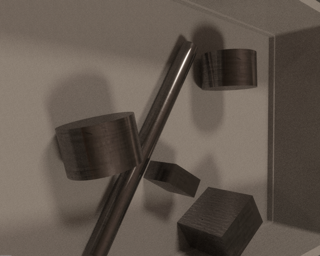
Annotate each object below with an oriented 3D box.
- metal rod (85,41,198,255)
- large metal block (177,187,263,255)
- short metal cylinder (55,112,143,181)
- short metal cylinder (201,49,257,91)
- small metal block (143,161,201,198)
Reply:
[{"bbox_3d":[-0.015,0.013,0.396,0.025,0.025,0.300,38,67,-34],"label":"metal rod"},{"bbox_3d":[0.087,0.136,0.447,0.080,0.080,0.050,-40,115,-33],"label":"large metal block"},{"bbox_3d":[-0.061,0.016,0.321,0.081,0.080,0.050,-18,102,-39],"label":"short metal cylinder"},{"bbox_3d":[0.102,-0.084,0.459,0.081,0.080,0.050,-4,93,-40],"label":"short metal cylinder"},{"bbox_3d":[0.016,0.066,0.406,0.050,0.050,0.025,36,68,-35],"label":"small metal block"}]
